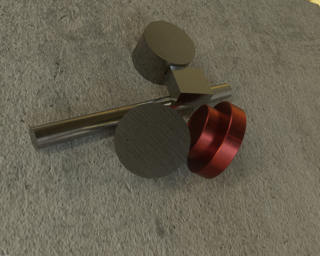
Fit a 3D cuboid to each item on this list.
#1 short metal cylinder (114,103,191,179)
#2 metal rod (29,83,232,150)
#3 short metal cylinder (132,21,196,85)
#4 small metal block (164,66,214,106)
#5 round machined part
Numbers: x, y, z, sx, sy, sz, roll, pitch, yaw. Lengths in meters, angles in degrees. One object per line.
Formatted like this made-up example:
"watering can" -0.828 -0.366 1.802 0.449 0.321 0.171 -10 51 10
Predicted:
"short metal cylinder" -0.009 0.014 0.350 0.081 0.050 0.080 0 88 -4
"metal rod" -0.013 -0.024 0.411 0.302 0.025 0.025 -17 71 -35
"short metal cylinder" 0.005 -0.110 0.458 0.081 0.050 0.080 14 56 -21
"small metal block" 0.039 -0.057 0.428 0.050 0.025 0.050 0 52 -25
"round machined part" 0.059 0.010 0.382 0.042 0.097 0.098 26 53 -13
